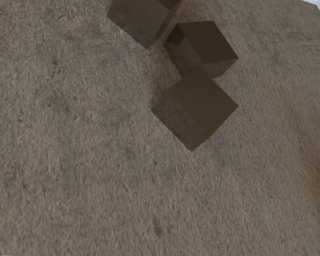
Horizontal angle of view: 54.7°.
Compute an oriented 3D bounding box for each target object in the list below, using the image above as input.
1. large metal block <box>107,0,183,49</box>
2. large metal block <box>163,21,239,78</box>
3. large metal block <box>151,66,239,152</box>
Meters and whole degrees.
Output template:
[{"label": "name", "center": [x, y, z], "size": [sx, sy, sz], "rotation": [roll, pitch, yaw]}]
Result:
[{"label": "large metal block", "center": [-0.023, -0.183, 0.469], "size": [0.080, 0.080, 0.050], "rotation": [38, 51, -3]}, {"label": "large metal block", "center": [0.065, -0.124, 0.500], "size": [0.081, 0.050, 0.080], "rotation": [-18, 71, -35]}, {"label": "large metal block", "center": [0.049, -0.028, 0.433], "size": [0.080, 0.050, 0.080], "rotation": [46, 51, 3]}]
